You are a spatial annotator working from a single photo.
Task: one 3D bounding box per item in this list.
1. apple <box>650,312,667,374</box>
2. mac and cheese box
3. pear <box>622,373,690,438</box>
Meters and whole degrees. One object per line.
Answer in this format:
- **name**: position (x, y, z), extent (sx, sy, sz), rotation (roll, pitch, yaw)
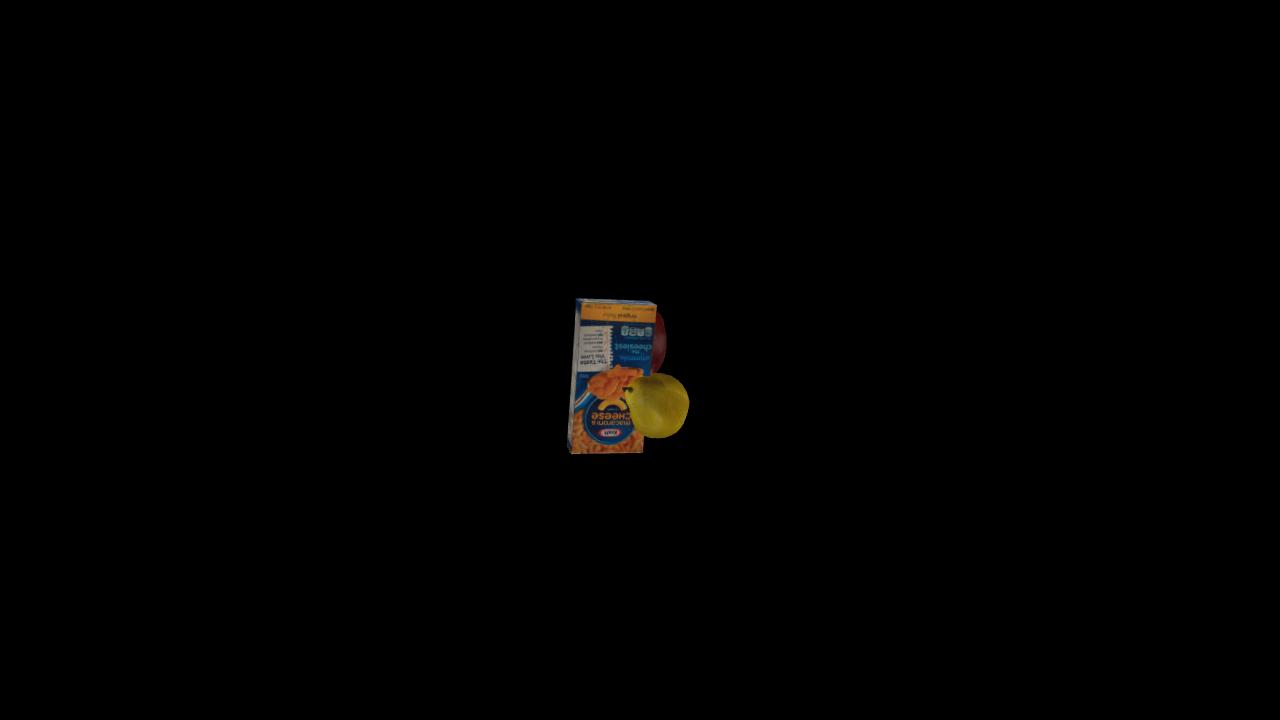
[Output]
- **apple**: position (-0.003, -0.020, 0.767), extent (0.079, 0.093, 0.079), rotation (15, -20, 6)
- **mac and cheese box**: position (-0.035, 0.020, 0.735), extent (0.093, 0.184, 0.041), rotation (0, 13, -18)
- **pear**: position (0.009, 0.044, 0.732), extent (0.080, 0.080, 0.111), rotation (0, -31, 36)
